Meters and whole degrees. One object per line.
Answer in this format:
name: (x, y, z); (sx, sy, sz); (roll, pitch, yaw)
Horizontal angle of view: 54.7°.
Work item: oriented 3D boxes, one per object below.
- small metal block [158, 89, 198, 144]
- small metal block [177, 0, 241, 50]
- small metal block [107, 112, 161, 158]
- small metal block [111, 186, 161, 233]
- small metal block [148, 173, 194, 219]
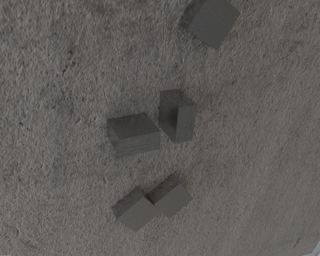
small metal block: (0.021, -0.016, 0.392); (0.025, 0.050, 0.050); (-10, 123, -23)
small metal block: (0.057, -0.127, 0.359); (0.050, 0.025, 0.050); (23, 106, -37)
small metal block: (-0.033, 0.007, 0.377); (0.050, 0.050, 0.025); (-12, 124, -22)
small metal block: (-0.035, 0.122, 0.463); (0.050, 0.025, 0.050); (-40, 129, -1)
small metal block: (0.017, 0.107, 0.482); (0.050, 0.025, 0.050); (-39, 130, -2)
